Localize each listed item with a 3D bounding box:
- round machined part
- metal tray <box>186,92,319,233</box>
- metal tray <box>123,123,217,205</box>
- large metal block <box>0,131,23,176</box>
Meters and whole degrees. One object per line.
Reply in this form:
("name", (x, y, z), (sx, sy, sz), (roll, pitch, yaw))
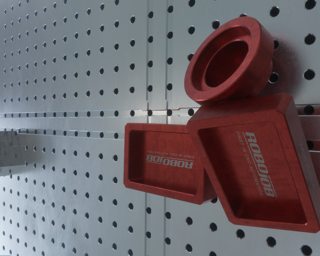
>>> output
("round machined part", (0.074, -0.061, 0.319), (0.098, 0.042, 0.098), (-37, 36, 34))
("metal tray", (0.090, 0.037, 0.289), (0.090, 0.030, 0.129), (-8, 118, 39))
("metal tray", (0.009, 0.040, 0.398), (0.130, 0.030, 0.089), (3, 92, 40))
("large metal block", (-0.353, 0.058, 0.685), (0.080, 0.050, 0.080), (-28, 72, 36))
